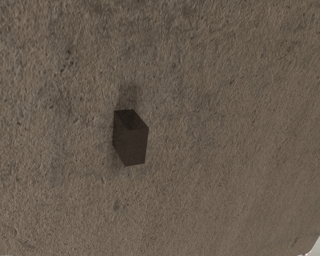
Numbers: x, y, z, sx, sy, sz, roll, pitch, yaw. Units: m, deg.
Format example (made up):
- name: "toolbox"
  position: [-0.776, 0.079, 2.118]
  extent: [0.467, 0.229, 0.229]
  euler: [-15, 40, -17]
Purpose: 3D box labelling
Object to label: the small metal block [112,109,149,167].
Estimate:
- name: "small metal block"
  position: [-0.037, 0.011, 0.378]
  extent: [0.025, 0.050, 0.050]
  euler: [-7, 122, -25]
